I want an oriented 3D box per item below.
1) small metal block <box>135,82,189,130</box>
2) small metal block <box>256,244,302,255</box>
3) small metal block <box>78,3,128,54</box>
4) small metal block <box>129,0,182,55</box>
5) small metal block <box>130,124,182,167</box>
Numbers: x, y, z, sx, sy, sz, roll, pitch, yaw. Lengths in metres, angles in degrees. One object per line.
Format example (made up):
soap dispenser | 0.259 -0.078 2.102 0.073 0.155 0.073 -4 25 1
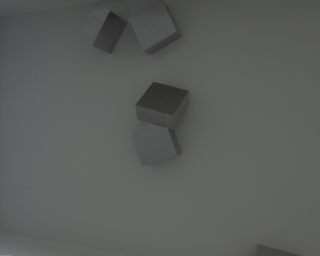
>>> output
small metal block | 0.004 -0.029 0.394 0.050 0.050 0.025 17 139 19
small metal block | 0.133 0.159 0.350 0.050 0.050 0.025 9 93 20
small metal block | -0.077 -0.135 0.424 0.025 0.050 0.050 33 101 17
small metal block | -0.006 -0.134 0.413 0.050 0.025 0.050 -27 81 18
small metal block | -0.005 0.019 0.412 0.050 0.025 0.050 -21 83 18
